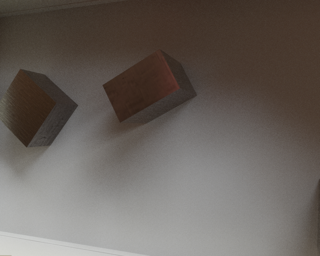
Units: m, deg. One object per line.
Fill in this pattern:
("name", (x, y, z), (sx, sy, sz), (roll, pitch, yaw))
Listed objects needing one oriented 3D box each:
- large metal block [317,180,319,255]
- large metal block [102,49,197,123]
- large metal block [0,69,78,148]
("large metal block", (0.212, 0.100, 0.322), (0.080, 0.050, 0.080), (2, 90, 20))
("large metal block", (-0.009, -0.047, 0.384), (0.080, 0.080, 0.050), (-29, 81, 18))
("large metal block", (-0.185, -0.028, 0.463), (0.080, 0.050, 0.080), (41, 103, 15))
